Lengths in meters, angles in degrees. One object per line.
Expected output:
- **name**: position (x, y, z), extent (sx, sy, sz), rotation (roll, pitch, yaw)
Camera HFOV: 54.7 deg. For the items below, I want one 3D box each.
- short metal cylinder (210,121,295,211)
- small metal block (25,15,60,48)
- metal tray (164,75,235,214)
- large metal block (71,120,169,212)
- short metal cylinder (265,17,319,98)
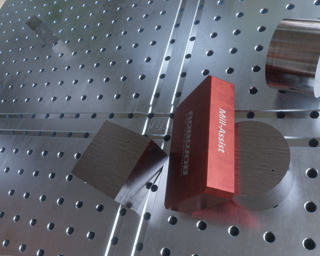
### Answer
- **short metal cylinder**: position (0.093, 0.039, 0.319), extent (0.080, 0.050, 0.080), rotation (-13, 56, 21)
- **small metal block**: position (-0.244, -0.201, 0.644), extent (0.025, 0.050, 0.050), rotation (-47, 51, -4)
- **metal tray**: position (0.043, 0.019, 0.337), extent (0.090, 0.030, 0.130), rotation (135, 148, -56)
- **large metal block**: position (-0.050, 0.046, 0.390), extent (0.080, 0.050, 0.080), rotation (21, 73, 35)
- **short metal cylinder**: position (0.156, -0.077, 0.338), extent (0.050, 0.080, 0.080), rotation (20, 72, 35)
